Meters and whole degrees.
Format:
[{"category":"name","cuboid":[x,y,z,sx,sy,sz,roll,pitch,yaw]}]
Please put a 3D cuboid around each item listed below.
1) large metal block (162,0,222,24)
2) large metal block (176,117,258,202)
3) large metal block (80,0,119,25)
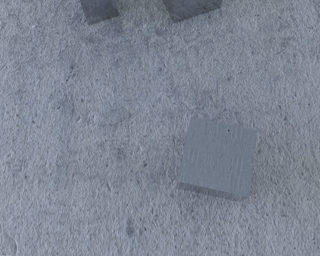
[{"category":"large metal block","cuboid":[0.044,-0.219,0.475,0.080,0.050,0.080,-21,72,-8]},{"category":"large metal block","cuboid":[0.068,0.040,0.381,0.080,0.050,0.080,12,70,4]},{"category":"large metal block","cuboid":[-0.102,-0.215,0.457,0.050,0.080,0.080,-20,71,-7]}]
